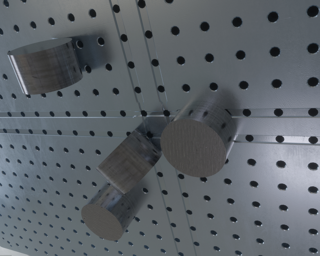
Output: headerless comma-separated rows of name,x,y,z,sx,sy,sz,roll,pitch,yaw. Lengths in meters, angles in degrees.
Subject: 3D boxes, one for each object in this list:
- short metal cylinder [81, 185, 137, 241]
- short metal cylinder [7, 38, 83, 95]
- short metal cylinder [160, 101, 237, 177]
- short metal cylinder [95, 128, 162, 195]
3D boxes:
short metal cylinder,-0.086,0.145,0.530,0.080,0.050,0.079,13,124,21
short metal cylinder,-0.147,-0.082,0.402,0.080,0.080,0.050,3,120,26
short metal cylinder,0.048,0.013,0.378,0.080,0.050,0.079,13,124,21
short metal cylinder,-0.043,0.045,0.426,0.050,0.080,0.080,45,129,-3
